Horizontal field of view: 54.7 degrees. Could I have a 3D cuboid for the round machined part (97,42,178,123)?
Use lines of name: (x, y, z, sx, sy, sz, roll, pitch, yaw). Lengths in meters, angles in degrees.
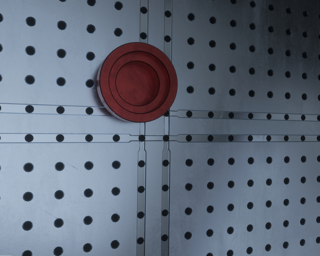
round machined part: (-0.031, -0.055, 0.393, 0.099, 0.042, 0.097, 0, 90, -21)
